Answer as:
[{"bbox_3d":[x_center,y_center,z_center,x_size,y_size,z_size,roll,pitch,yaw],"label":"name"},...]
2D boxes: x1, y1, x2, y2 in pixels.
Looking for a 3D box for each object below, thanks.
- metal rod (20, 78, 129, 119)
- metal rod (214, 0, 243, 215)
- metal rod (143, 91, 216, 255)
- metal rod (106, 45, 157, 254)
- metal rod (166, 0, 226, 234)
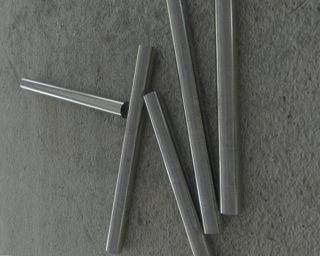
[{"bbox_3d":[-0.160,-0.058,0.537,0.300,0.025,0.025,16,100,38],"label":"metal rod"},{"bbox_3d":[0.074,-0.057,0.343,0.025,0.025,0.298,-2,89,40],"label":"metal rod"},{"bbox_3d":[0.034,0.094,0.376,0.025,0.025,0.299,-29,72,36],"label":"metal rod"},{"bbox_3d":[-0.042,0.036,0.439,0.025,0.025,0.298,17,101,39],"label":"metal rod"},{"bbox_3d":[0.040,-0.029,0.372,0.025,0.025,0.298,-15,81,39],"label":"metal rod"}]
